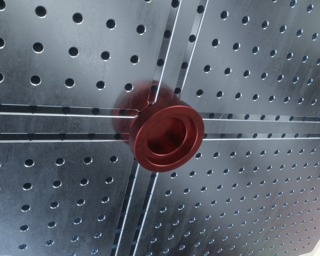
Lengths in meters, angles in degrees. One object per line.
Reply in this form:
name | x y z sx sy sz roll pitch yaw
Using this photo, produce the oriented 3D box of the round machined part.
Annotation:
round machined part | 0.005 0.006 0.405 0.099 0.042 0.097 -14 124 -21
